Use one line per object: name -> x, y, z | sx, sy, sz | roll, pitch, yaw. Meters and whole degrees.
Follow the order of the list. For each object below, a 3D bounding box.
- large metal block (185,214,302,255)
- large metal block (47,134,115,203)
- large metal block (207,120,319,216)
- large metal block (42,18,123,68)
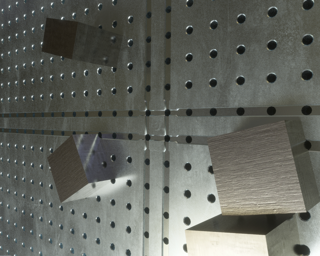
large metal block -> 0.083, 0.117, 0.304 | 0.080, 0.081, 0.050 | -11, 83, 39
large metal block -> -0.128, 0.064, 0.496 | 0.080, 0.050, 0.080 | -36, 68, 34
large metal block -> 0.101, 0.040, 0.308 | 0.080, 0.050, 0.080 | -16, 80, 38
large metal block -> -0.117, -0.128, 0.468 | 0.080, 0.081, 0.050 | 21, 103, 38
